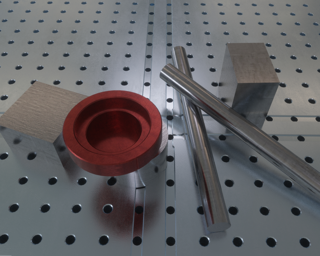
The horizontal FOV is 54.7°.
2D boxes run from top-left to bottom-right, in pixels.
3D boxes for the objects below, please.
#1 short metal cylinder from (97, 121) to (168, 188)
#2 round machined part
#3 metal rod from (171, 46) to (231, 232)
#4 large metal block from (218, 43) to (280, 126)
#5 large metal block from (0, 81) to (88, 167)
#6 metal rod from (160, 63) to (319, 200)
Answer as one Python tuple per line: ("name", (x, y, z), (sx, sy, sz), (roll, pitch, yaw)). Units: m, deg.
("short metal cylinder", (-0.031, 0.024, 0.371), (0.081, 0.050, 0.080), (0, 50, 0))
("round machined part", (-0.047, 0.009, 0.324), (0.099, 0.042, 0.098), (0, 50, 0))
("metal rod", (0.046, -0.011, 0.417), (0.025, 0.025, 0.300), (-4, 50, -4))
("large metal block", (0.116, -0.059, 0.422), (0.050, 0.080, 0.080), (-1, 50, -1))
("large metal block", (-0.142, -0.007, 0.396), (0.080, 0.050, 0.080), (17, 52, 13))
("metal rod", (0.115, 0.011, 0.378), (0.300, 0.025, 0.025), (40, 60, 21))
